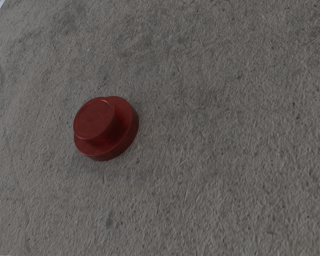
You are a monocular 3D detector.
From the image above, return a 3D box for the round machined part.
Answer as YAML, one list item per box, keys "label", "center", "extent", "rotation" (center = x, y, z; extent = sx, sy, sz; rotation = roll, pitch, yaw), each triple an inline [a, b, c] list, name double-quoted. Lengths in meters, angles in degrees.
- label: "round machined part"
  center: [-0.083, -0.006, 0.441]
  extent: [0.098, 0.042, 0.098]
  rotation: [-13, 56, 21]
